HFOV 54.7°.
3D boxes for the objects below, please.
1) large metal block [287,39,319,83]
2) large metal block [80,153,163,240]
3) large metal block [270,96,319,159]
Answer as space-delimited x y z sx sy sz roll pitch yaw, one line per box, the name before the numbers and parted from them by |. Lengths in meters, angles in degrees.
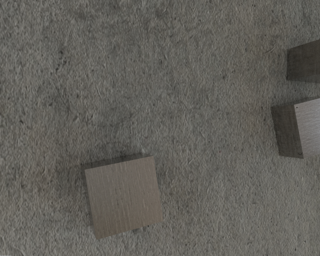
large metal block | 0.255 -0.100 0.473 0.081 0.080 0.050 1 90 -20
large metal block | -0.048 0.078 0.378 0.081 0.050 0.080 -10 94 -20
large metal block | 0.227 -0.003 0.479 0.081 0.050 0.080 -14 95 -20
